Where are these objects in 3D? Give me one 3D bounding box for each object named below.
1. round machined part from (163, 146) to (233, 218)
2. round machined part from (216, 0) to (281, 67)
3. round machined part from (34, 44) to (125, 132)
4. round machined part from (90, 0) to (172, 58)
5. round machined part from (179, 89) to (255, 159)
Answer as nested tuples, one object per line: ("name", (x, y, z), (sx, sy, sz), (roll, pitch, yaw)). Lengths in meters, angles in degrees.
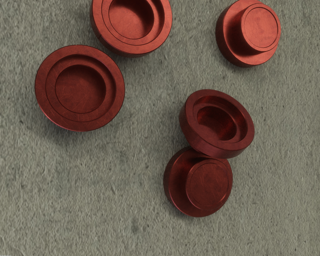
("round machined part", (0.058, 0.073, 0.421), (0.099, 0.042, 0.097), (0, 90, -20))
("round machined part", (0.134, -0.140, 0.449), (0.099, 0.042, 0.097), (0, 90, -20))
("round machined part", (-0.094, -0.045, 0.365), (0.099, 0.042, 0.097), (0, 90, -20))
("round machined part", (-0.038, -0.136, 0.386), (0.099, 0.042, 0.097), (0, 90, -20))
("round machined part", (0.071, -0.001, 0.410), (0.099, 0.042, 0.098), (12, 51, -15))
